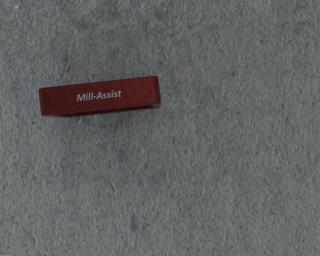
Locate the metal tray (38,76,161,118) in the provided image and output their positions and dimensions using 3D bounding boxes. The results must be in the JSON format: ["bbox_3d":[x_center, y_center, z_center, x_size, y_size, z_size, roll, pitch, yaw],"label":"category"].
[{"bbox_3d":[-0.065,-0.035,0.377,0.131,0.090,0.030,-6,90,0],"label":"metal tray"}]
